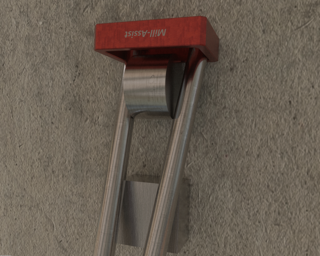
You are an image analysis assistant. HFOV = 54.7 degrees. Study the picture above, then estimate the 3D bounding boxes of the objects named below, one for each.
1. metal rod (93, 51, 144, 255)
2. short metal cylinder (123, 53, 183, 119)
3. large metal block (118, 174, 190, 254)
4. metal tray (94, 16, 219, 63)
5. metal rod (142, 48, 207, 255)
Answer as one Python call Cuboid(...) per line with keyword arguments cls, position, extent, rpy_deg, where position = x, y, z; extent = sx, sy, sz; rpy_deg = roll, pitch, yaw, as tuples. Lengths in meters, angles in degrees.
Cuboid(cls="metal rod", position=(-0.051, 0.042, 0.379), extent=(0.025, 0.025, 0.299), rpy_deg=(2, 76, 19))
Cuboid(cls="short metal cylinder", position=(-0.005, -0.050, 0.382), extent=(0.050, 0.080, 0.079), rpy_deg=(2, 91, 19))
Cuboid(cls="large metal block", position=(-0.008, 0.105, 0.396), extent=(0.080, 0.050, 0.079), rpy_deg=(2, 91, 19))
Cuboid(cls="metal tray", position=(-0.001, -0.102, 0.375), extent=(0.130, 0.090, 0.030), rpy_deg=(3, 91, 19))
Cuboid(cls="metal rod", position=(0.015, 0.046, 0.355), extent=(0.025, 0.025, 0.299), rpy_deg=(9, 78, 19))
